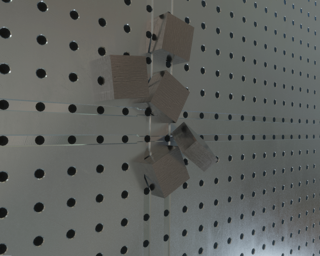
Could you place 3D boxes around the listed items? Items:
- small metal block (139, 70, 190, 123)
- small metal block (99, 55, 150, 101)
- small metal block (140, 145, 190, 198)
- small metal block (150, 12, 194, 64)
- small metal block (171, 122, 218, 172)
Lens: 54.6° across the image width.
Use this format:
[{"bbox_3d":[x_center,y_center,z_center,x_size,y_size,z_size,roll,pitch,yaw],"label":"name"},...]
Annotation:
[{"bbox_3d":[0.007,-0.041,0.414,0.050,0.025,0.050,38,67,-34],"label":"small metal block"},{"bbox_3d":[-0.042,-0.060,0.373,0.050,0.025,0.050,-9,96,-40],"label":"small metal block"},{"bbox_3d":[0.008,0.057,0.415,0.050,0.025,0.050,-32,110,-35],"label":"small metal block"},{"bbox_3d":[0.017,-0.121,0.422,0.050,0.025,0.050,15,81,-39],"label":"small metal block"},{"bbox_3d":[0.047,0.025,0.428,0.025,0.050,0.050,-43,123,10],"label":"small metal block"}]
